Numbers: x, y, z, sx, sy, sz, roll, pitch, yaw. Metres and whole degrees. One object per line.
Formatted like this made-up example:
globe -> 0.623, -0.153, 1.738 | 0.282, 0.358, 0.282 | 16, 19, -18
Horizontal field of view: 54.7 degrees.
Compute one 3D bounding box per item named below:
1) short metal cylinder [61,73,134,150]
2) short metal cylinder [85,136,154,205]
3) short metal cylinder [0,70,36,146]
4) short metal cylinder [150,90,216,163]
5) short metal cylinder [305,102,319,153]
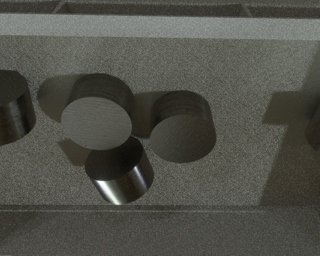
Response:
short metal cylinder -> -0.073, -0.019, 0.375 | 0.081, 0.050, 0.079 | 0, 130, 0
short metal cylinder -> -0.054, 0.056, 0.420 | 0.080, 0.080, 0.050 | -12, 129, 10
short metal cylinder -> -0.187, -0.024, 0.350 | 0.081, 0.080, 0.050 | 3, 130, -3
short metal cylinder -> 0.028, -0.001, 0.393 | 0.081, 0.050, 0.079 | 0, 130, 0
short metal cylinder -> 0.227, -0.001, 0.376 | 0.081, 0.080, 0.050 | 4, 130, -4
